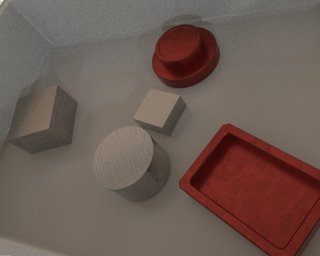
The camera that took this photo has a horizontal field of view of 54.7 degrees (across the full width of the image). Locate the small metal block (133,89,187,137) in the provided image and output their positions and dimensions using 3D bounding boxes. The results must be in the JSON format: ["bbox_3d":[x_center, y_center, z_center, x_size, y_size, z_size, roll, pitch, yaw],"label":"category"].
[{"bbox_3d":[0.000,-0.022,0.418,0.050,0.025,0.050,18,71,34],"label":"small metal block"}]

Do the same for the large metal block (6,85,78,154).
[{"bbox_3d":[-0.184,-0.012,0.491,0.080,0.050,0.080,-14,56,19],"label":"large metal block"}]

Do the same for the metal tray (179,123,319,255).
[{"bbox_3d":[0.095,0.061,0.314,0.130,0.030,0.090,32,79,37],"label":"metal tray"}]

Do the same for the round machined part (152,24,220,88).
[{"bbox_3d":[0.032,-0.109,0.444,0.098,0.042,0.098,-13,56,20],"label":"round machined part"}]

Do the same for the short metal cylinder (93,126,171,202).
[{"bbox_3d":[-0.034,0.044,0.379,0.080,0.050,0.080,-13,56,20],"label":"short metal cylinder"}]
